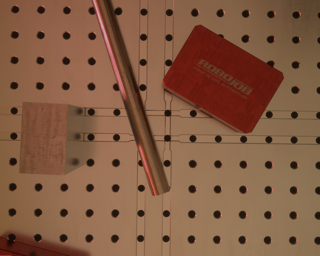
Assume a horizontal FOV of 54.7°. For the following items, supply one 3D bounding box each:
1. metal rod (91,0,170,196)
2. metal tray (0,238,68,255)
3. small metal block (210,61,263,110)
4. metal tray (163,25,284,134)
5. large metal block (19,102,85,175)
[{"bbox_3d":[-0.043,-0.057,0.412,0.025,0.025,0.298,-17,90,0],"label":"metal rod"},{"bbox_3d":[-0.174,0.208,0.409,0.131,0.030,0.090,16,90,-1],"label":"metal tray"},{"bbox_3d":[0.102,-0.057,0.415,0.050,0.025,0.050,37,90,-1],"label":"small metal block"},{"bbox_3d":[0.080,-0.062,0.405,0.130,0.030,0.090,31,90,0],"label":"metal tray"},{"bbox_3d":[-0.130,0.012,0.384,0.050,0.080,0.079,3,90,0],"label":"large metal block"}]
